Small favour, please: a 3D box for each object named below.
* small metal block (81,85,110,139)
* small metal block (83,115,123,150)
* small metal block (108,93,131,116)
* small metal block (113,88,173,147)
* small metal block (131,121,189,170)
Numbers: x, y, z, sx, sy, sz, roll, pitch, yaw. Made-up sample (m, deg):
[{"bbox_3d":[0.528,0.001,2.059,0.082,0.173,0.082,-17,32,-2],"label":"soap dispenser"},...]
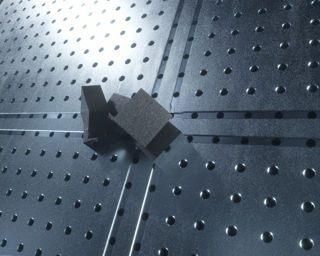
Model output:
[{"bbox_3d":[-0.088,-0.022,0.414,0.025,0.050,0.050,-7,49,-22],"label":"small metal block"},{"bbox_3d":[-0.082,-0.001,0.451,0.050,0.025,0.050,-18,55,17],"label":"small metal block"},{"bbox_3d":[-0.039,-0.019,0.423,0.050,0.050,0.025,20,73,35],"label":"small metal block"},{"bbox_3d":[-0.022,-0.012,0.376,0.050,0.025,0.050,42,83,-6],"label":"small metal block"},{"bbox_3d":[0.000,0.016,0.398,0.050,0.025,0.050,-46,51,-4],"label":"small metal block"}]
